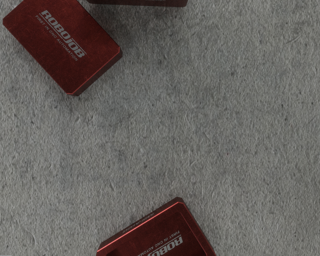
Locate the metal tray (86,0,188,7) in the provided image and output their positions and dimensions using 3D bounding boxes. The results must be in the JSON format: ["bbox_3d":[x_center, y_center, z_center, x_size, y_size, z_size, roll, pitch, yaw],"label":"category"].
[{"bbox_3d":[-0.030,-0.173,0.375,0.131,0.090,0.030,2,101,0],"label":"metal tray"}]

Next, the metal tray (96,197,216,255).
[{"bbox_3d":[-0.005,0.163,0.407,0.130,0.030,0.090,-31,90,0],"label":"metal tray"}]

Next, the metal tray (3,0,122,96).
[{"bbox_3d":[-0.125,-0.117,0.406,0.090,0.030,0.130,-42,90,0],"label":"metal tray"}]
